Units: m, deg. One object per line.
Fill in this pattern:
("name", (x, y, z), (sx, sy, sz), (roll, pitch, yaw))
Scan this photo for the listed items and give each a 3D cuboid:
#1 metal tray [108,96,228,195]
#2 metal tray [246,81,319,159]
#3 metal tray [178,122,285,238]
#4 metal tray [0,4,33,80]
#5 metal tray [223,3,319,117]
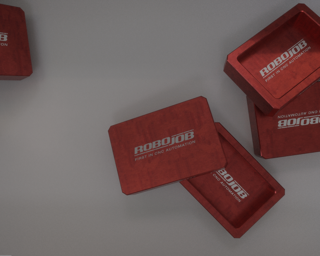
("metal tray", (0.008, 0.024, 0.386), (0.130, 0.030, 0.090), (-18, 75, 10))
("metal tray", (0.188, -0.013, 0.410), (0.131, 0.030, 0.089), (-8, 90, 0))
("metal tray", (0.085, 0.067, 0.409), (0.090, 0.030, 0.130), (-44, 90, 0))
("metal tray", (-0.225, -0.104, 0.364), (0.030, 0.131, 0.089), (-8, 90, 43))
("metal tray", (0.158, -0.087, 0.388), (0.130, 0.030, 0.090), (-37, 75, -9))
